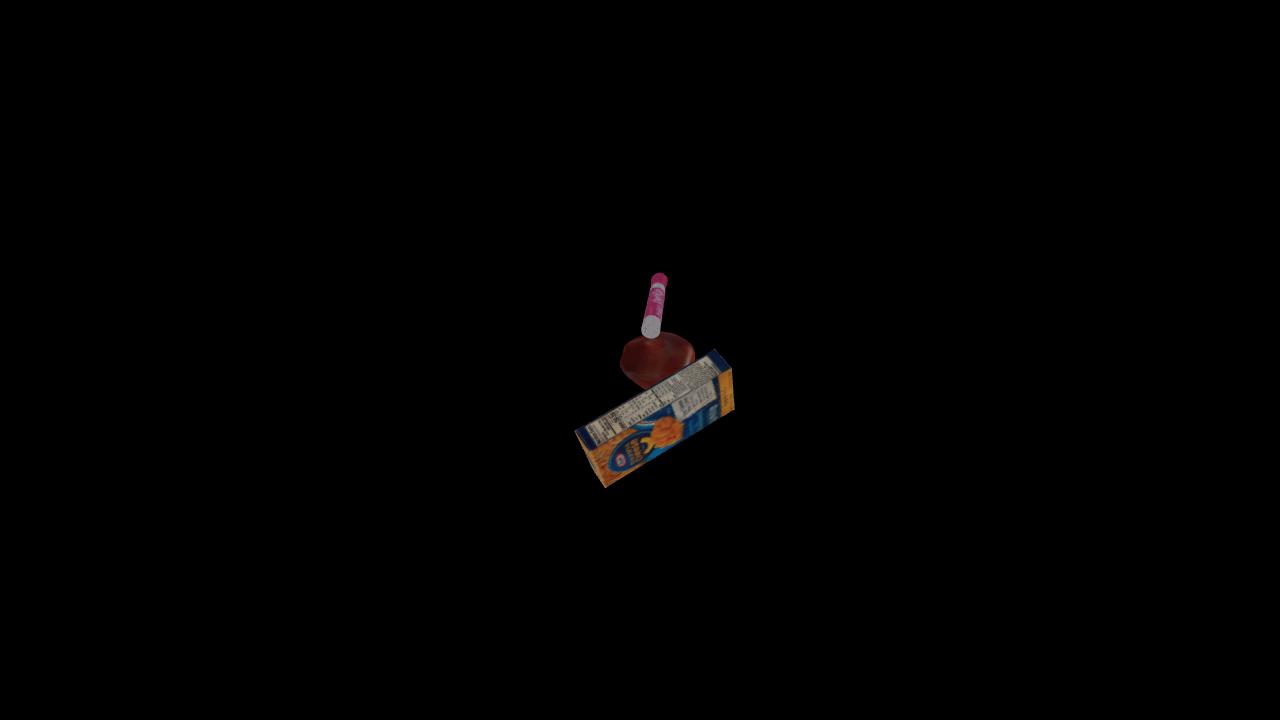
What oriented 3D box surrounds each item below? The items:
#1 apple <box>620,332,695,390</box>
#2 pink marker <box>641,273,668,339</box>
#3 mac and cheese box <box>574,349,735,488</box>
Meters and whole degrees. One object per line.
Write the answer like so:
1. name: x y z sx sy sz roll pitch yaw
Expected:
1. apple: 0.024 0.003 0.751 0.093 0.079 0.079 13 3 15
2. pink marker: 0.016 -0.061 0.648 0.020 0.020 0.121 0 33 7
3. mac and cheese box: 0.023 0.068 0.704 0.184 0.041 0.093 -30 -34 -12
